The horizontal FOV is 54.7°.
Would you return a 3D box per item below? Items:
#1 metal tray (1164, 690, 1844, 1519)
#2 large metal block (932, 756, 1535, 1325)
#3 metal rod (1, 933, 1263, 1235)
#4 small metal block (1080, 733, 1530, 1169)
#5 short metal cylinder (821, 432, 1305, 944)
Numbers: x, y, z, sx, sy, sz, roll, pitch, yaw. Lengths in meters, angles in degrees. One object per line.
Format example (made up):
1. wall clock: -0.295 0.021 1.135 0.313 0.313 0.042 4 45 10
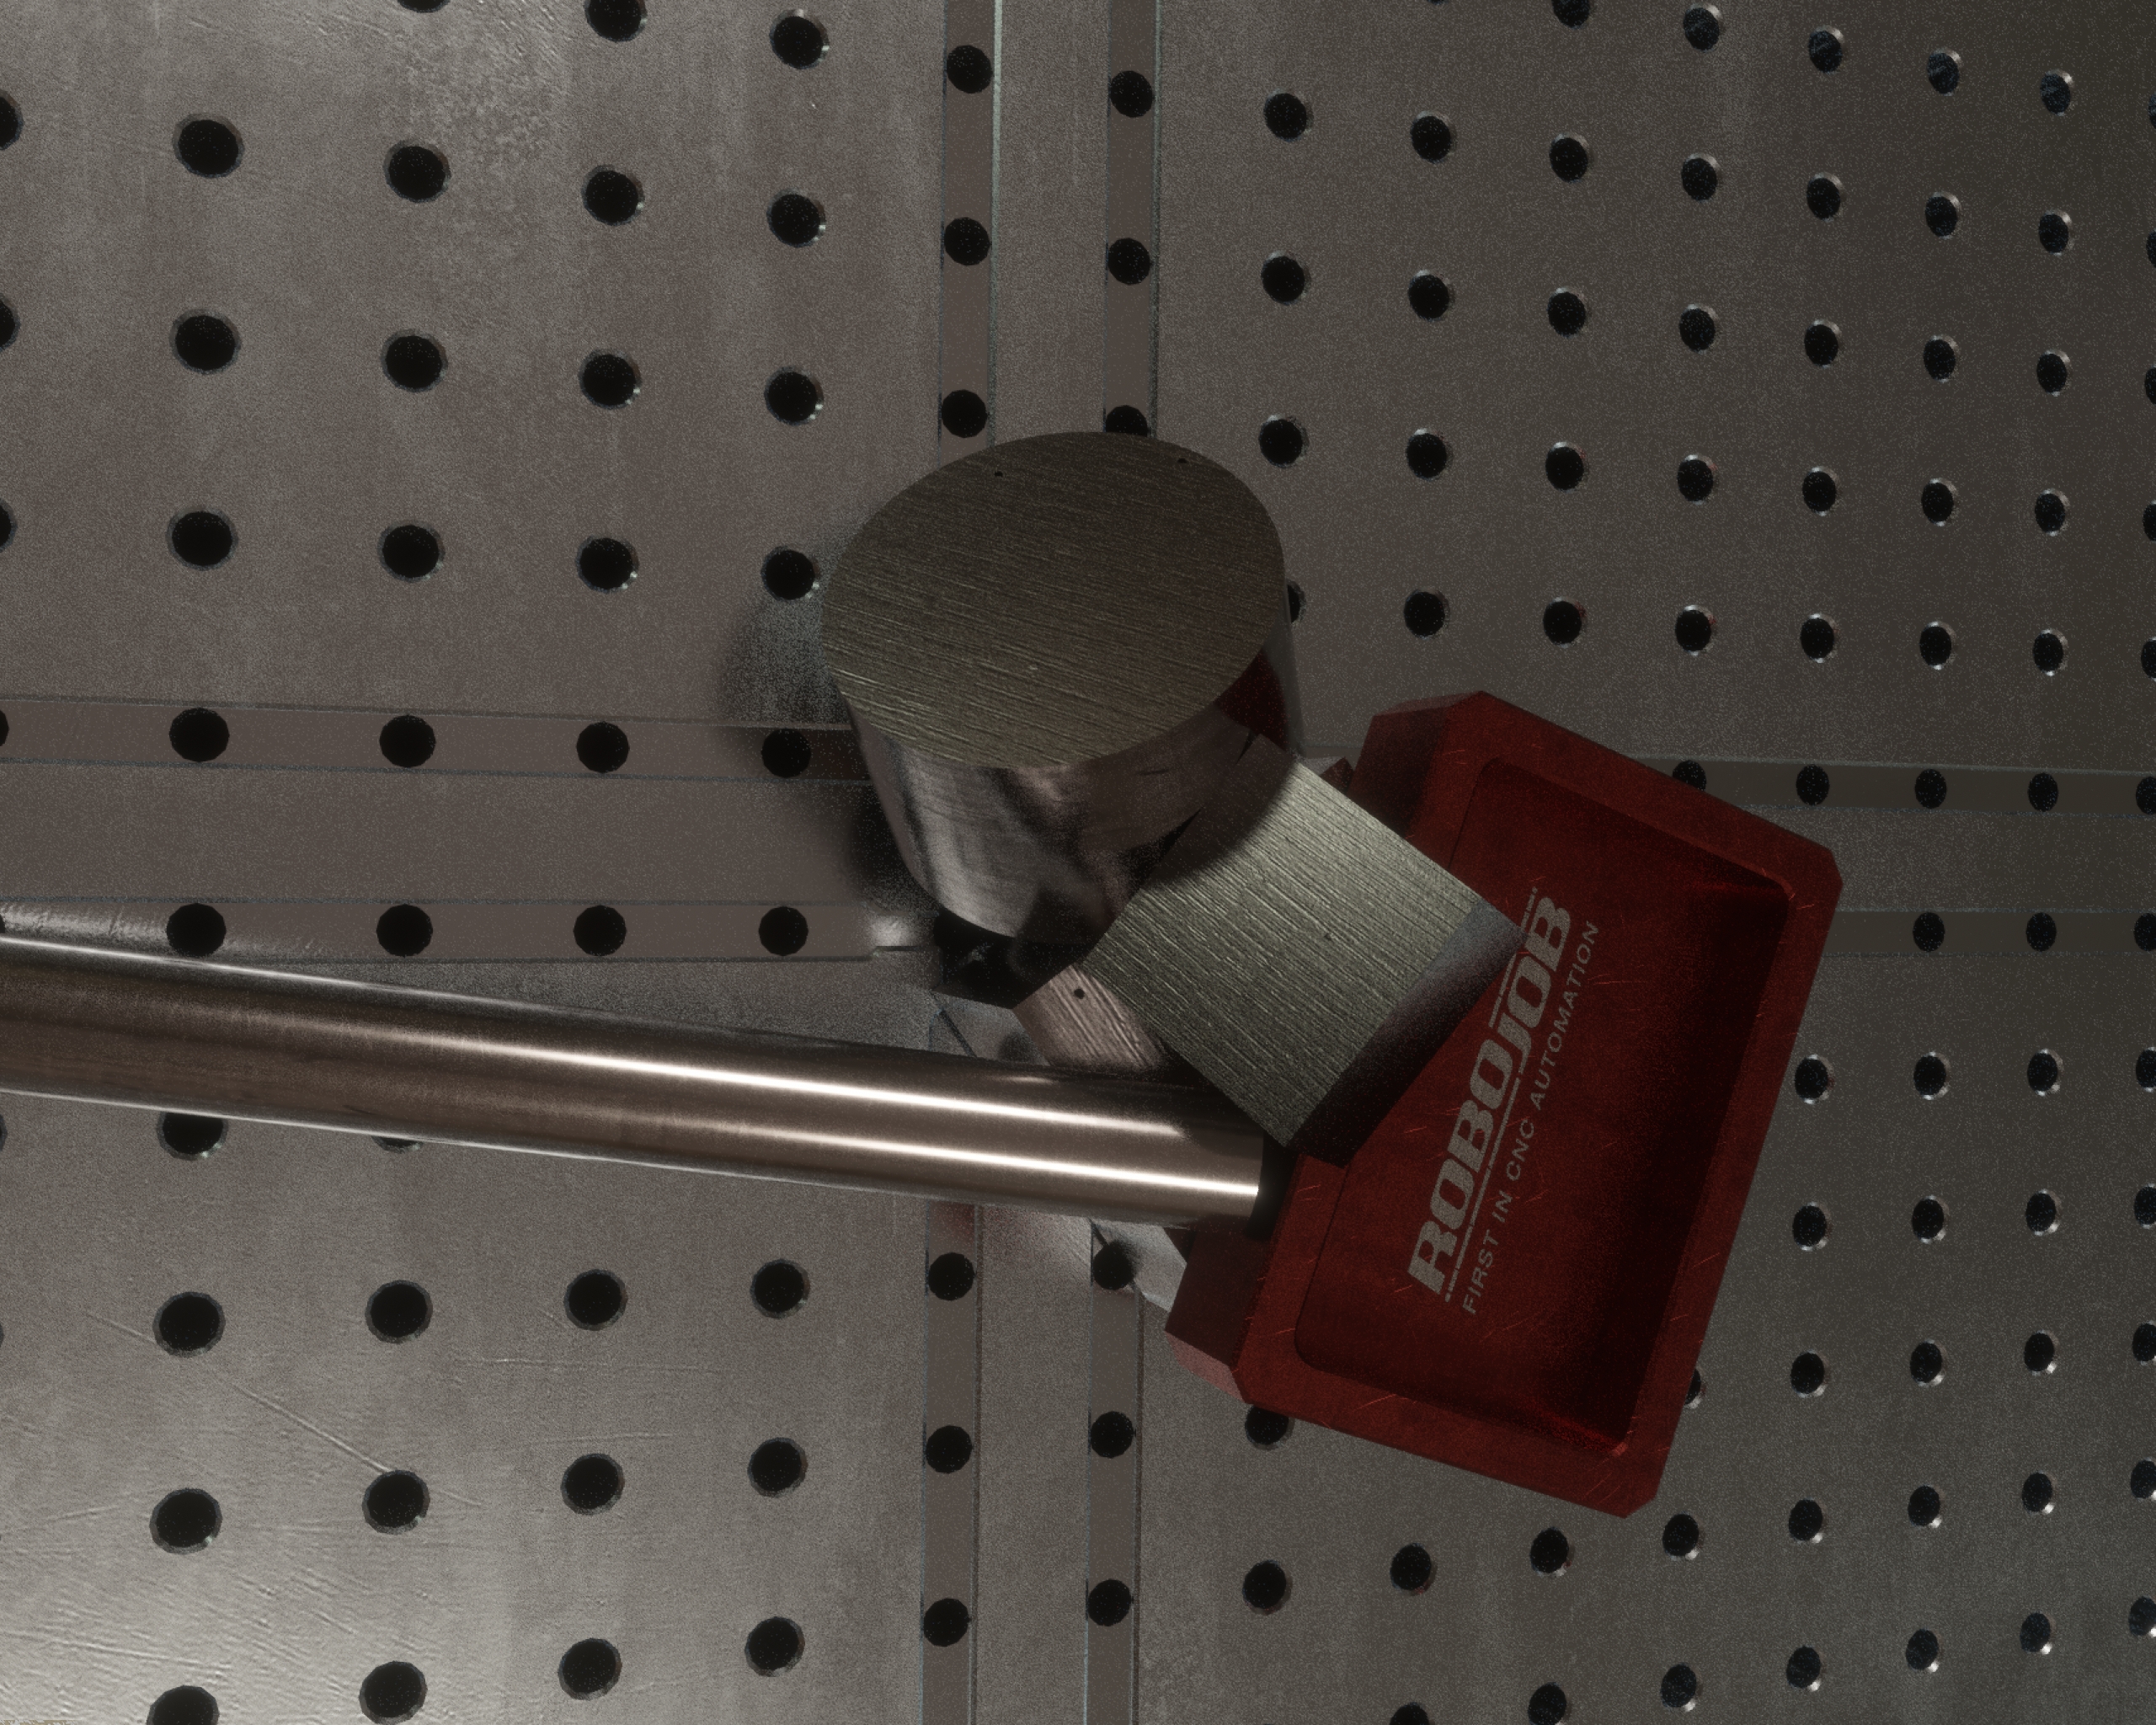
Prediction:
1. metal tray: 0.080 0.044 0.385 0.091 0.030 0.129 22 82 -19
2. large metal block: 0.032 0.035 0.411 0.080 0.050 0.080 -37 102 -17
3. metal rod: -0.119 0.031 0.338 0.302 0.025 0.025 8 87 -9
4. small metal block: 0.038 0.015 0.350 0.050 0.050 0.025 -53 147 5
5. short metal cylinder: -0.001 -0.032 0.377 0.080 0.080 0.050 -37 145 -17
